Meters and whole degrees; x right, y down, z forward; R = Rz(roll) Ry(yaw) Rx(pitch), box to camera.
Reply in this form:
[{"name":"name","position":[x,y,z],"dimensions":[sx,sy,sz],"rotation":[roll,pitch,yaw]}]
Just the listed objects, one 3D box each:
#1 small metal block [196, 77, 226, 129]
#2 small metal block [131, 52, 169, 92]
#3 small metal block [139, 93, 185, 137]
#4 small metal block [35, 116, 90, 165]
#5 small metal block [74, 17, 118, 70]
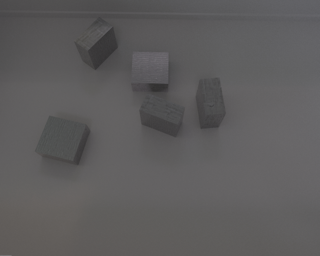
[{"name":"small metal block","position":[0.066,-0.032,0.408],"dimensions":[0.025,0.050,0.050],"rotation":[-5,70,-2]},{"name":"small metal block","position":[-0.013,-0.079,0.438],"dimensions":[0.050,0.025,0.050],"rotation":[1,70,0]},{"name":"small metal block","position":[0.003,-0.015,0.402],"dimensions":[0.050,0.050,0.025],"rotation":[21,72,7]},{"name":"small metal block","position":[-0.125,0.016,0.403],"dimensions":[0.050,0.025,0.050],"rotation":[13,71,4]},{"name":"small metal block","position":[-0.089,-0.118,0.439],"dimensions":[0.025,0.050,0.050],"rotation":[37,74,12]}]
